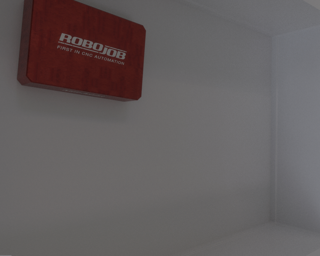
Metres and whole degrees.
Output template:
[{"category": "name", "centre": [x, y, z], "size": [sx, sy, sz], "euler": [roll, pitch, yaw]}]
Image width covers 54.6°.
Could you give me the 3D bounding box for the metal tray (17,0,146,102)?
[{"category": "metal tray", "centre": [-0.078, -0.082, 0.337], "size": [0.131, 0.030, 0.090], "euler": [6, 86, -40]}]
